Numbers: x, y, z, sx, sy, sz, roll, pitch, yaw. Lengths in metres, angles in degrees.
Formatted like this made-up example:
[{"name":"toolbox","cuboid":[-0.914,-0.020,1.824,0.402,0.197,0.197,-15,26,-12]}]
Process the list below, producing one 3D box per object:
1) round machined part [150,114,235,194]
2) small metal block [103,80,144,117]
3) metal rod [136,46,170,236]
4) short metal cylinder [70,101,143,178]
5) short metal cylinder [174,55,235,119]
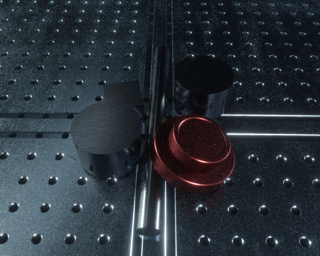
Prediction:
[{"name":"round machined part","cuboid":[0.041,0.023,0.357,0.099,0.042,0.098,11,48,-12]},{"name":"small metal block","cuboid":[-0.051,-0.038,0.434,0.050,0.025,0.050,-9,51,-7]},{"name":"metal rod","cuboid":[-0.004,-0.009,0.410,0.025,0.025,0.300,2,50,2]},{"name":"short metal cylinder","cuboid":[-0.062,0.013,0.374,0.081,0.050,0.080,0,50,0]},{"name":"short metal cylinder","cuboid":[0.060,-0.057,0.434,0.081,0.050,0.080,0,50,0]}]
